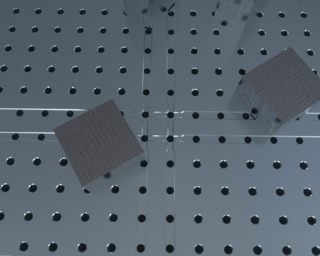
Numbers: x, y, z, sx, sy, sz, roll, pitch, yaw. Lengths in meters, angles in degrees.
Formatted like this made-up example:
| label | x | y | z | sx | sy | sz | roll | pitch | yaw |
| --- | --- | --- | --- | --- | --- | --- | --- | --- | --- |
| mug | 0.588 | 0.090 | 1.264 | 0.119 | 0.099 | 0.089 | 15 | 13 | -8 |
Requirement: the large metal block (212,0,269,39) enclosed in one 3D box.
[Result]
| label | x | y | z | sx | sy | sz | roll | pitch | yaw |
| --- | --- | --- | --- | --- | --- | --- | --- | --- | --- |
| large metal block | 0.127 | -0.194 | 0.454 | 0.050 | 0.080 | 0.080 | 36 | 74 | 12 |

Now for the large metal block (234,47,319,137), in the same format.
| label | x | y | z | sx | sy | sz | roll | pitch | yaw |
| --- | --- | --- | --- | --- | --- | --- | --- | --- | --- |
| large metal block | 0.162 | -0.048 | 0.417 | 0.080 | 0.050 | 0.080 | -31 | 73 | -11 |

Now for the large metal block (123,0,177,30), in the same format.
| label | x | y | z | sx | sy | sz | roll | pitch | yaw |
| --- | --- | --- | --- | --- | --- | --- | --- | --- | --- |
| large metal block | -0.012 | -0.210 | 0.459 | 0.050 | 0.080 | 0.080 | 35 | 74 | 12 |

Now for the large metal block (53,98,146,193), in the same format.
| label | x | y | z | sx | sy | sz | roll | pitch | yaw |
| --- | --- | --- | --- | --- | --- | --- | --- | --- | --- |
| large metal block | -0.073 | 0.023 | 0.390 | 0.080 | 0.050 | 0.080 | -29 | 73 | -10 |
